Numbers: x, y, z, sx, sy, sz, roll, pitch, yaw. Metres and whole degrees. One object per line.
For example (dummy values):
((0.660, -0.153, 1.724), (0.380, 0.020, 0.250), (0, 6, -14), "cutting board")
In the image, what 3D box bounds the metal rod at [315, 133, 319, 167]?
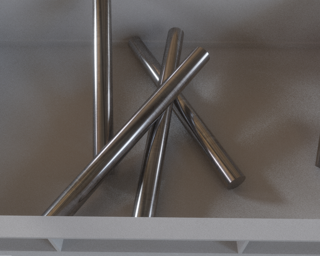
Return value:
((0.238, -0.093, 0.405), (0.025, 0.025, 0.299), (13, 76, 10), "metal rod")

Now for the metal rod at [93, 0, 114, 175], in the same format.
((-0.074, -0.089, 0.401), (0.025, 0.025, 0.299), (-3, 74, -2), "metal rod")

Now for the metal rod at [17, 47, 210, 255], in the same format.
((-0.037, 0.011, 0.353), (0.025, 0.025, 0.301), (31, 68, 23), "metal rod")

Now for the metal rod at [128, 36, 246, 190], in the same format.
((0.022, -0.041, 0.439), (0.025, 0.025, 0.300), (-20, 53, -16), "metal rod")

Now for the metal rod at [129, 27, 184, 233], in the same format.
((0.003, -0.020, 0.397), (0.025, 0.025, 0.300), (7, 58, 5), "metal rod")
